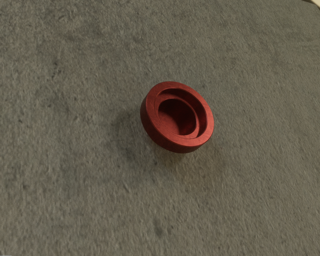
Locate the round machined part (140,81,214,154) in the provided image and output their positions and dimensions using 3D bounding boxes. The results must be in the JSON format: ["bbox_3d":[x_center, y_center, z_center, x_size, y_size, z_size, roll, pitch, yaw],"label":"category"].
[{"bbox_3d":[0.019,-0.010,0.411,0.099,0.042,0.098,14,56,-21],"label":"round machined part"}]
